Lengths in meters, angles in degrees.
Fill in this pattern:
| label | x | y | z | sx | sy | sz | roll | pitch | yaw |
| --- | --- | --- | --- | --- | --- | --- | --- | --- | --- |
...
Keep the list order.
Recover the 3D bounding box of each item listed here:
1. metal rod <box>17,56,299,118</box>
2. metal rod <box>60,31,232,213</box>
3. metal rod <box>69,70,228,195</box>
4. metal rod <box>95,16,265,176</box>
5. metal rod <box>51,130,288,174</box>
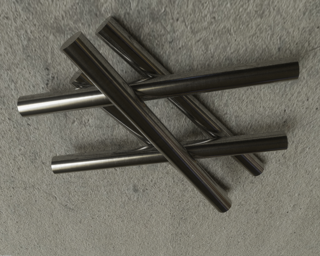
| label | x | y | z | sx | sy | sz | roll | pitch | yaw |
| --- | --- | --- | --- | --- | --- | --- | --- | --- | --- |
| metal rod | -0.007 | -0.043 | 0.339 | 0.302 | 0.025 | 0.025 | -7 | 130 | 5 |
| metal rod | 0.005 | 0.015 | 0.357 | 0.025 | 0.025 | 0.300 | -28 | 126 | 21 |
| metal rod | 0.002 | 0.026 | 0.430 | 0.025 | 0.025 | 0.300 | -33 | 123 | 25 |
| metal rod | 0.043 | -0.022 | 0.390 | 0.025 | 0.025 | 0.301 | -35 | 122 | 26 |
| metal rod | 0.009 | 0.033 | 0.404 | 0.302 | 0.025 | 0.025 | -7 | 130 | 5 |
